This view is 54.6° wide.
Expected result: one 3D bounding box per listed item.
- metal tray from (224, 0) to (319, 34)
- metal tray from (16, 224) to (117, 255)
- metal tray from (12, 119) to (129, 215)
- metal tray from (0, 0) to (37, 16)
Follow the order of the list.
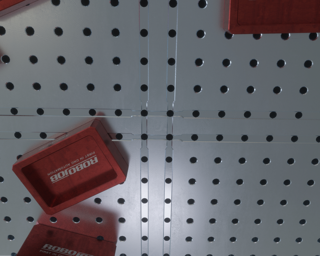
[{"bbox_3d":[0.143,-0.156,0.354,0.131,0.030,0.089,-1,110,0],"label":"metal tray"},{"bbox_3d":[-0.135,0.194,0.449,0.131,0.090,0.030,17,109,-6],"label":"metal tray"},{"bbox_3d":[-0.122,0.056,0.430,0.130,0.030,0.090,-26,108,9],"label":"metal tray"},{"bbox_3d":[-0.192,-0.195,0.337,0.090,0.030,0.130,-20,109,7],"label":"metal tray"}]
